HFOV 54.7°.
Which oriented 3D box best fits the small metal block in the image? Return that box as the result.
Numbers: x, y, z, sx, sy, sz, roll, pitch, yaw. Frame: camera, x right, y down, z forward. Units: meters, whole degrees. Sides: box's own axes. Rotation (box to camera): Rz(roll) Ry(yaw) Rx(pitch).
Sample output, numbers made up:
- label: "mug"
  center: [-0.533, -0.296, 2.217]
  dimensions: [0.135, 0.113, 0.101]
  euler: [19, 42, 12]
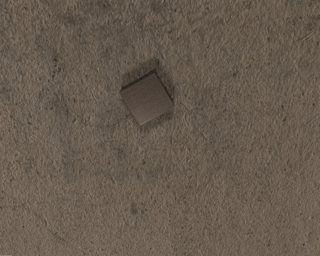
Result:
- label: "small metal block"
  center: [-0.016, -0.039, 0.395]
  dimensions: [0.050, 0.025, 0.050]
  euler: [-29, 108, 9]
